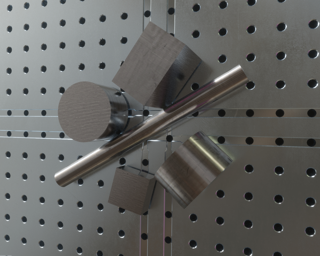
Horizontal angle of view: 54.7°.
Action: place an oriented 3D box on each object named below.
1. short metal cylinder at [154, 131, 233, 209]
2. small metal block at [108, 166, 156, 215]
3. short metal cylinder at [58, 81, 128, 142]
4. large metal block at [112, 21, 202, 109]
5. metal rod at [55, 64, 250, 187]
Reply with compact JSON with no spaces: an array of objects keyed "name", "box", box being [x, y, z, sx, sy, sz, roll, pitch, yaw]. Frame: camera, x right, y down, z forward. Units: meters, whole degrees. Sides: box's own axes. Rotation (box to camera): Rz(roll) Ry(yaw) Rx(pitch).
[{"name":"short metal cylinder","box":[0.039,0.049,0.366,0.050,0.080,0.080,45,104,14]},{"name":"small metal block","box":[-0.038,0.084,0.422,0.050,0.025,0.050,16,95,19]},{"name":"short metal cylinder","box":[-0.091,-0.021,0.427,0.080,0.050,0.079,0,90,20]},{"name":"large metal block","box":[-0.001,-0.072,0.380,0.050,0.080,0.080,38,102,16]},{"name":"metal rod","box":[-0.023,0.005,0.417,0.300,0.025,0.025,-30,80,17]}]
